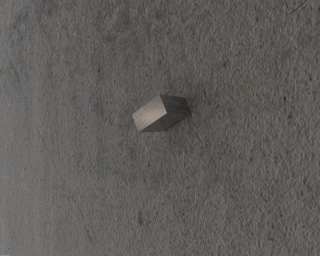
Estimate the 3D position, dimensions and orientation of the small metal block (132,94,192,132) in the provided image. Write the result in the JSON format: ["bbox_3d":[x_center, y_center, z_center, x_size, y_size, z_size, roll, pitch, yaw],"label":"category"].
[{"bbox_3d":[0.003,-0.017,0.388,0.050,0.050,0.025,-33,70,35],"label":"small metal block"}]
